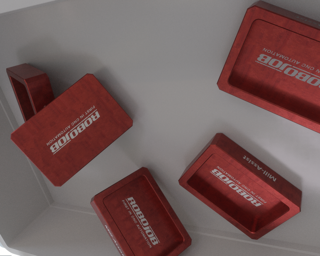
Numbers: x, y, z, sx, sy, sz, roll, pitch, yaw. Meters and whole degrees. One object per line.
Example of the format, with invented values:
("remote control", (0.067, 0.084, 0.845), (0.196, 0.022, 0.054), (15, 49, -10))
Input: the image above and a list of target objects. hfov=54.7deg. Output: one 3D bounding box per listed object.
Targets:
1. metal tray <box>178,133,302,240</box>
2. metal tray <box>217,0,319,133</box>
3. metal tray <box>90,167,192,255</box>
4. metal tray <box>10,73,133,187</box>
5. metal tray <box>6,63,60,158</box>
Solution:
("metal tray", (0.100, 0.077, 0.400), (0.130, 0.030, 0.089), (37, 129, 3))
("metal tray", (0.132, -0.056, 0.300), (0.130, 0.030, 0.089), (26, 128, 12))
("metal tray", (-0.026, 0.132, 0.438), (0.130, 0.091, 0.030), (58, 151, 7))
("metal tray", (-0.113, 0.002, 0.411), (0.090, 0.130, 0.030), (50, 172, -7))
("metal tray", (-0.181, -0.024, 0.462), (0.090, 0.030, 0.129), (26, 133, 45))
